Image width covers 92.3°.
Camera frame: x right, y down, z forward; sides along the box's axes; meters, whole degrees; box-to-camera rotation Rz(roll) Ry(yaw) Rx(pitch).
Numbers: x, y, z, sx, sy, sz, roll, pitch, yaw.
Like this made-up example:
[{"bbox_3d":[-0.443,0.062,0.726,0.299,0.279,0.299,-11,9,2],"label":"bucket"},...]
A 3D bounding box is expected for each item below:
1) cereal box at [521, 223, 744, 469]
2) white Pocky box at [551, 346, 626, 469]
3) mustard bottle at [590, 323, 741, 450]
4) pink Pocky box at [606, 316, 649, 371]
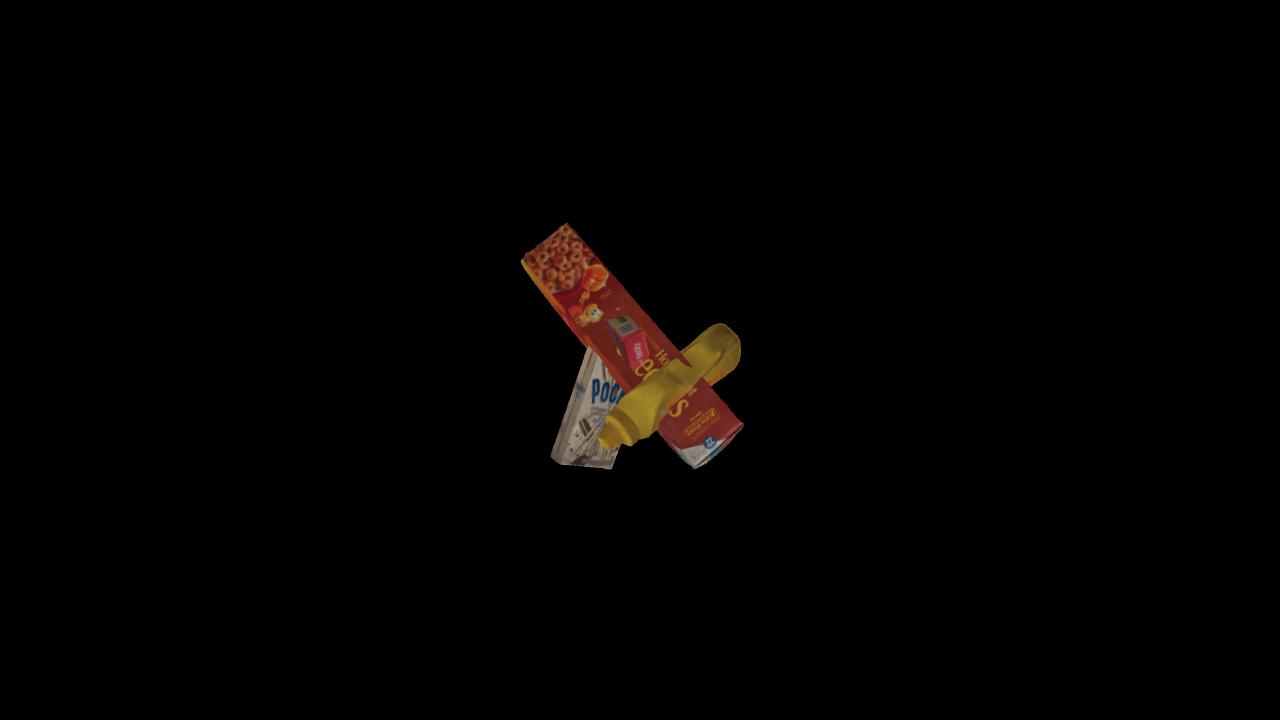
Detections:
[{"bbox_3d":[-0.005,-0.003,0.754,0.081,0.306,0.203,-39,-10,-3],"label":"cereal box"},{"bbox_3d":[-0.043,0.049,0.711,0.084,0.154,0.028,15,7,-44],"label":"white Pocky box"},{"bbox_3d":[0.027,0.036,0.669,0.184,0.054,0.092,-37,-11,-23],"label":"mustard bottle"},{"bbox_3d":[-0.030,-0.029,0.712,0.029,0.084,0.155,-25,37,-12],"label":"pink Pocky box"}]
